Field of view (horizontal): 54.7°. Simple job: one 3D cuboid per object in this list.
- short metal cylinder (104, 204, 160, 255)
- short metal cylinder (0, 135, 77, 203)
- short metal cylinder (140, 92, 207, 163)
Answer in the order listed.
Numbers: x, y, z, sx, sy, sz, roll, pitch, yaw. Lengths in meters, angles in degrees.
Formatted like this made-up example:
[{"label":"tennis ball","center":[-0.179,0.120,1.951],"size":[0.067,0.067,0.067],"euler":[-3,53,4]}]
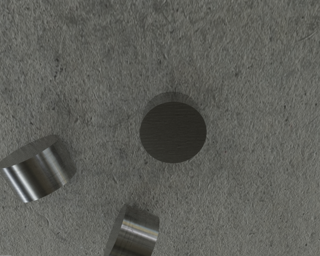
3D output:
[{"label":"short metal cylinder","center":[-0.040,0.154,0.437],"size":[0.050,0.080,0.080],"euler":[24,108,-9]},{"label":"short metal cylinder","center":[-0.156,0.050,0.397],"size":[0.080,0.080,0.050],"euler":[-20,109,7]},{"label":"short metal cylinder","center":[0.016,-0.002,0.396],"size":[0.081,0.050,0.079],"euler":[0,110,0]}]
